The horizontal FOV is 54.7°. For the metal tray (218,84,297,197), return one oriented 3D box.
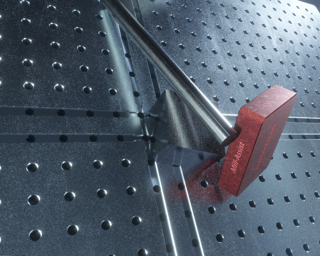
[{"bbox_3d":[0.124,0.018,0.400,0.030,0.129,0.091,33,45,30],"label":"metal tray"}]

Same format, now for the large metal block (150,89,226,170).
[{"bbox_3d":[0.034,0.004,0.410,0.081,0.050,0.080,12,57,-22],"label":"large metal block"}]

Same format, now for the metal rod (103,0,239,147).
[{"bbox_3d":[0.000,-0.093,0.419,0.025,0.025,0.300,-15,55,-34],"label":"metal rod"}]
